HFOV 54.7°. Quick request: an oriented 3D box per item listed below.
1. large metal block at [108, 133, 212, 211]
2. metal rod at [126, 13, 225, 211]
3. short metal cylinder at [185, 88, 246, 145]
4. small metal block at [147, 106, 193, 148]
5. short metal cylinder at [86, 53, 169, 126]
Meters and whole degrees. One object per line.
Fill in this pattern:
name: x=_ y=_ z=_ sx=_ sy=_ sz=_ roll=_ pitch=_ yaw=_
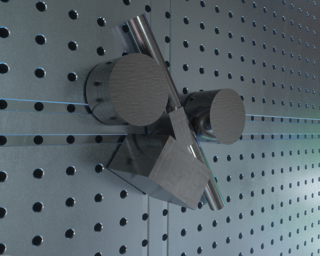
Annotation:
large metal block: x=0.000 y=0.050 z=0.368 sx=0.080 sy=0.080 sz=0.050 roll=41 pitch=66 yaw=-32
metal rod: x=0.029 y=-0.008 z=0.429 sx=0.025 sy=0.025 sz=0.299 roll=-39 pitch=114 yaw=-33
short metal cylinder: x=0.081 y=-0.016 z=0.456 sx=0.081 sy=0.050 sz=0.079 roll=0 pitch=90 yaw=-40
small metal block: x=0.010 y=0.001 z=0.396 sx=0.025 sy=0.050 sz=0.050 roll=-27 pitch=107 yaw=-37
short metal cylinder: x=-0.037 y=-0.042 z=0.357 sx=0.081 sy=0.050 sz=0.079 roll=0 pitch=90 yaw=-40
